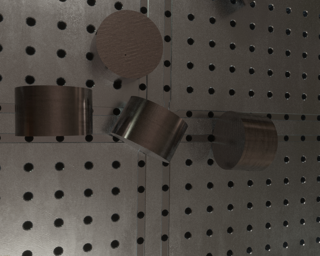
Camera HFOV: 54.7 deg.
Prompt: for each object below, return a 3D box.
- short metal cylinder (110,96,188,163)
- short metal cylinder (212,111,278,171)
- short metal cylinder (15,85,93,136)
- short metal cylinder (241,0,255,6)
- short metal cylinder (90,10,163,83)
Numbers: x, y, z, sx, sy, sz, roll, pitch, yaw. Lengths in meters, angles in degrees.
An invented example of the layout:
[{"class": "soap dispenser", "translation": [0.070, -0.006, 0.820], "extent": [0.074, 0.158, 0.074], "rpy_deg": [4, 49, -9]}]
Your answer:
[{"class": "short metal cylinder", "translation": [-0.013, 0.003, 0.380], "extent": [0.080, 0.080, 0.050], "rpy_deg": [30, 80, -18]}, {"class": "short metal cylinder", "translation": [0.114, 0.019, 0.427], "extent": [0.050, 0.080, 0.080], "rpy_deg": [6, 88, -20]}, {"class": "short metal cylinder", "translation": [-0.115, -0.017, 0.341], "extent": [0.081, 0.080, 0.050], "rpy_deg": [-1, 91, -20]}, {"class": "short metal cylinder", "translation": [0.145, -0.218, 0.438], "extent": [0.080, 0.080, 0.050], "rpy_deg": [-36, 102, -17]}, {"class": "short metal cylinder", "translation": [-0.043, -0.098, 0.384], "extent": [0.081, 0.050, 0.079], "rpy_deg": [0, 90, -21]}]
